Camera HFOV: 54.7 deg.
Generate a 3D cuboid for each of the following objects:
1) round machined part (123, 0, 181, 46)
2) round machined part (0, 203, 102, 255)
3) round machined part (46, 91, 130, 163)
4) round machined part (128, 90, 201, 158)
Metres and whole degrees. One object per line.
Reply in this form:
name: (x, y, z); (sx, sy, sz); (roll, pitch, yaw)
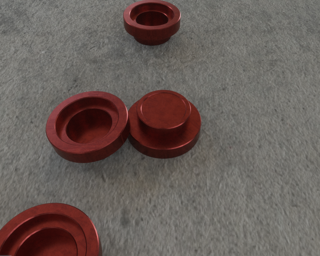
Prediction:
round machined part: (-0.014, -0.182, 0.545); (0.099, 0.042, 0.098); (0, 50, 0)
round machined part: (-0.103, 0.124, 0.287); (0.099, 0.042, 0.098); (0, 50, 0)
round machined part: (-0.085, 0.003, 0.385); (0.099, 0.042, 0.098); (-3, 51, 4)
round machined part: (0.005, -0.012, 0.402); (0.099, 0.042, 0.098); (0, 50, 0)
